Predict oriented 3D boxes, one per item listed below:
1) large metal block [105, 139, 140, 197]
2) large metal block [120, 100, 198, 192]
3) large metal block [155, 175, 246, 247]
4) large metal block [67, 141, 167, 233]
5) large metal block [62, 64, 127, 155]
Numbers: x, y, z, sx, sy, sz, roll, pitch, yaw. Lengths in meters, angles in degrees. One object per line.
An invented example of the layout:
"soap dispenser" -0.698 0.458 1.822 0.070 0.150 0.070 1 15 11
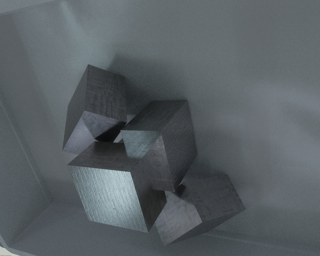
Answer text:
"large metal block" -0.032 0.061 0.426 0.050 0.080 0.080 1 119 27
"large metal block" 0.003 0.019 0.380 0.050 0.080 0.080 1 119 27
"large metal block" 0.048 0.106 0.402 0.080 0.081 0.050 -48 55 39
"large metal block" -0.046 0.064 0.350 0.080 0.050 0.080 2 119 27
"large metal block" -0.083 -0.019 0.394 0.050 0.080 0.080 17 134 -26
